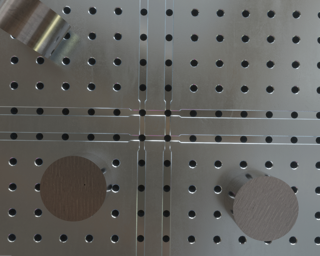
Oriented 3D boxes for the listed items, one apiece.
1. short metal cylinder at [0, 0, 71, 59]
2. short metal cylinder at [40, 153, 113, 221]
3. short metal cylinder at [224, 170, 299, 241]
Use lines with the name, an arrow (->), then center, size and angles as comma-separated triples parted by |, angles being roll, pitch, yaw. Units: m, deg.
short metal cylinder -> -0.160, -0.129, 0.384 | 0.080, 0.080, 0.050 | 33, 90, -1
short metal cylinder -> -0.105, 0.073, 0.400 | 0.081, 0.050, 0.079 | 0, 90, -1
short metal cylinder -> 0.129, 0.098, 0.403 | 0.081, 0.050, 0.079 | 0, 90, -1
